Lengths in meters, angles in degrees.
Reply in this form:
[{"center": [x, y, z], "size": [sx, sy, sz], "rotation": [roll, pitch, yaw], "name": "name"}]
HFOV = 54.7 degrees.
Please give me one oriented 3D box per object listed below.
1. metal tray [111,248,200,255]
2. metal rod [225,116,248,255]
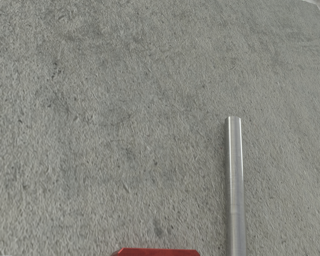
[{"center": [-0.002, 0.184, 0.289], "size": [0.091, 0.030, 0.130], "rotation": [11, 57, -23], "name": "metal tray"}, {"center": [0.095, 0.112, 0.388], "size": [0.025, 0.025, 0.300], "rotation": [20, 54, -17], "name": "metal rod"}]
